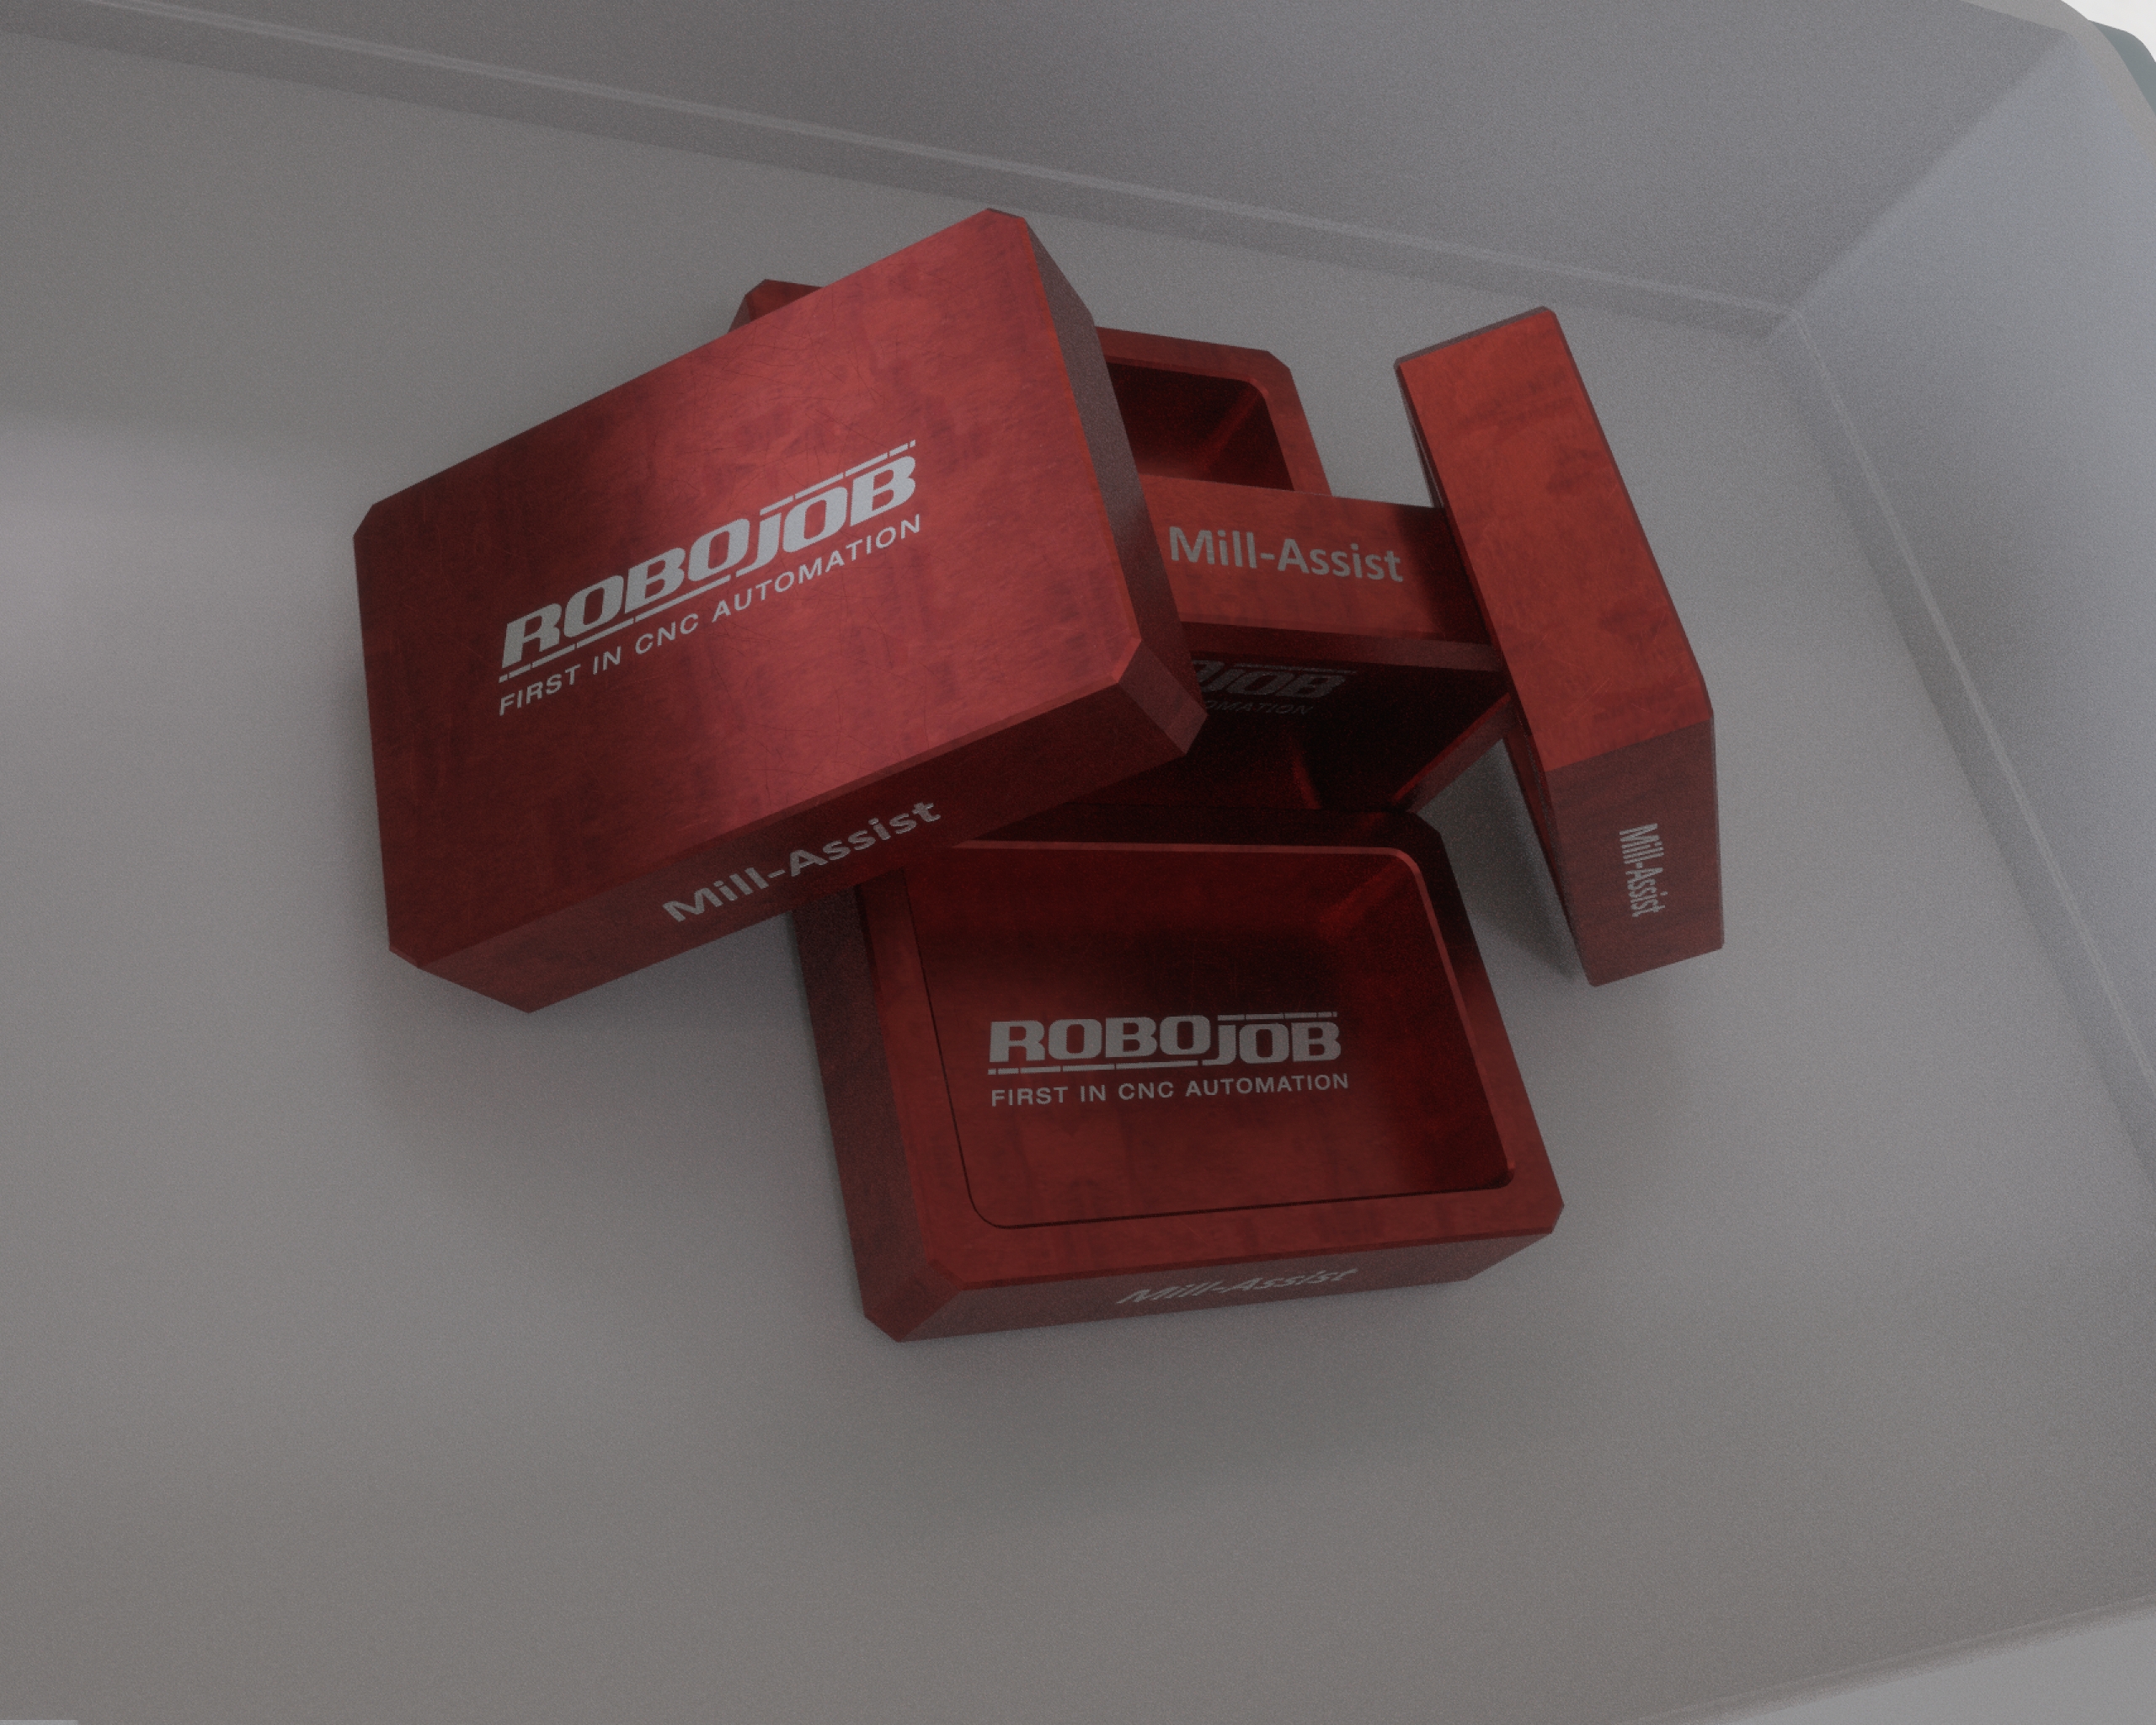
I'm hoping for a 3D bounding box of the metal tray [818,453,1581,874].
[{"bbox_3d":[0.016,-0.031,0.390,0.131,0.090,0.030,1,62,-29],"label":"metal tray"}]

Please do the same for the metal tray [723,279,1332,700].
[{"bbox_3d":[-0.006,-0.071,0.440,0.131,0.030,0.090,0,62,-29],"label":"metal tray"}]

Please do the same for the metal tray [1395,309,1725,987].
[{"bbox_3d":[0.100,-0.038,0.421,0.030,0.130,0.090,-19,64,10],"label":"metal tray"}]

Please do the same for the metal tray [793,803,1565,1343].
[{"bbox_3d":[0.019,0.035,0.387,0.131,0.030,0.090,1,61,-29],"label":"metal tray"}]

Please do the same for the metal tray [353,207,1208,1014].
[{"bbox_3d":[-0.053,-0.039,0.340,0.030,0.130,0.090,41,32,-60],"label":"metal tray"}]
